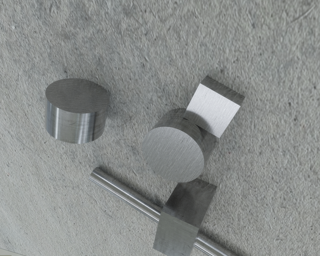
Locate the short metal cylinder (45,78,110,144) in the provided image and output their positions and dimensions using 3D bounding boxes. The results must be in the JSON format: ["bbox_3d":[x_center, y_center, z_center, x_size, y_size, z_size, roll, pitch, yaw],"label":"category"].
[{"bbox_3d":[-0.111,-0.024,0.415,0.080,0.080,0.050,26,128,12],"label":"short metal cylinder"}]

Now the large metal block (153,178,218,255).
[{"bbox_3d":[0.035,0.124,0.430,0.050,0.080,0.079,21,127,15],"label":"large metal block"}]

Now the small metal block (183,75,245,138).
[{"bbox_3d":[0.062,-0.024,0.359,0.050,0.025,0.050,31,128,8],"label":"small metal block"}]

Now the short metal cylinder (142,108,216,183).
[{"bbox_3d":[0.025,0.021,0.391,0.080,0.050,0.079,13,124,21],"label":"short metal cylinder"}]

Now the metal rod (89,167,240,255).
[{"bbox_3d":[0.019,0.150,0.489,0.301,0.025,0.025,30,128,8],"label":"metal rod"}]
